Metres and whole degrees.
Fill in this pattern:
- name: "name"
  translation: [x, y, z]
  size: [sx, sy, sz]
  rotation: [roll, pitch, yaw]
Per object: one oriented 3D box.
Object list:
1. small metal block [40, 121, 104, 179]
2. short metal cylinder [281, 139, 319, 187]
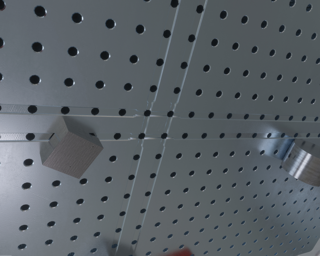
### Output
- name: "small metal block"
  translation: [-0.105, 0.027, 0.370]
  size: [0.050, 0.025, 0.050]
  rotation: [33, 100, -38]
- name: "short metal cylinder"
  translation: [0.269, 0.061, 0.560]
  size: [0.081, 0.080, 0.050]
  rotation: [6, 115, -31]
